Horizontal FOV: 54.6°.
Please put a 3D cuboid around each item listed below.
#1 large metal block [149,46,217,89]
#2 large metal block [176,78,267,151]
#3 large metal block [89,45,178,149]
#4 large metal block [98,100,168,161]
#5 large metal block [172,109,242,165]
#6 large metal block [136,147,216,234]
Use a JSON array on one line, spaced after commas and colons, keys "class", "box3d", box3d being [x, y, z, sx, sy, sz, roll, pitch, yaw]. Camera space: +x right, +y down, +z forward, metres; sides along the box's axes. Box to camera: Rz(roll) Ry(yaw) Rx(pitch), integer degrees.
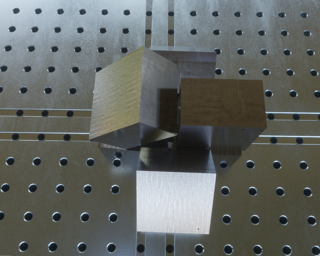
[{"class": "large metal block", "box3d": [0.026, -0.078, 0.403, 0.080, 0.080, 0.050, 2, 108, 1]}, {"class": "large metal block", "box3d": [0.060, -0.011, 0.334, 0.080, 0.080, 0.050, 2, 70, 0]}, {"class": "large metal block", "box3d": [-0.028, -0.028, 0.331, 0.080, 0.050, 0.080, -17, 63, 42]}, {"class": "large metal block", "box3d": [-0.028, -0.002, 0.400, 0.080, 0.050, 0.080, 7, 70, 2]}, {"class": "large metal block", "box3d": [0.057, 0.001, 0.398, 0.080, 0.050, 0.080, 3, 70, 1]}, {"class": "large metal block", "box3d": [0.016, 0.070, 0.351, 0.080, 0.050, 0.079, 2, 115, 1]}]
